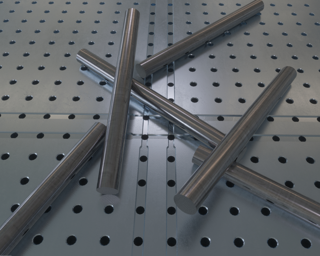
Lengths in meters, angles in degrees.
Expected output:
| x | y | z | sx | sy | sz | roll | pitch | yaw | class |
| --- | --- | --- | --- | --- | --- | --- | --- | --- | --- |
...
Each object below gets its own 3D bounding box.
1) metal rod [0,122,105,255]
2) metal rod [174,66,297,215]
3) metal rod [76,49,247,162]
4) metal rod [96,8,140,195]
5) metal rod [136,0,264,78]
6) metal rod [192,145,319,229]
| x | y | z | sx | sy | sz | roll | pitch | yaw | class |
| --- | --- | --- | --- | --- | --- | --- | --- | --- | --- |
| -0.148 | 0.102 | 0.321 | 0.025 | 0.025 | 0.301 | 23 | 54 | 18 | metal rod |
| 0.111 | -0.006 | 0.385 | 0.025 | 0.025 | 0.302 | 29 | 47 | 22 | metal rod |
| -0.014 | -0.042 | 0.442 | 0.300 | 0.025 | 0.025 | 34 | 58 | 25 | metal rod |
| -0.052 | -0.057 | 0.426 | 0.025 | 0.025 | 0.300 | 2 | 59 | 2 | metal rod |
| 0.082 | -0.165 | 0.546 | 0.302 | 0.025 | 0.025 | -34 | 58 | -26 | metal rod |
| 0.172 | 0.094 | 0.329 | 0.300 | 0.025 | 0.025 | 26 | 55 | 20 | metal rod |
